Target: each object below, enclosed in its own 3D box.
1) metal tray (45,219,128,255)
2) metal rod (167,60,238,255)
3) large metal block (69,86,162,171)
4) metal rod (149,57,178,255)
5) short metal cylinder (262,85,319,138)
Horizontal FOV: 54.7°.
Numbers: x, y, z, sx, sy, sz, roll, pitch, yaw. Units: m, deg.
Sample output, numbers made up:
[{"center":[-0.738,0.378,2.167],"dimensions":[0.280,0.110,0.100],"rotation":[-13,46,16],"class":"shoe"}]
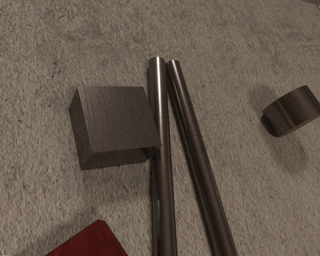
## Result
[{"center":[-0.081,0.153,0.264],"dimensions":[0.131,0.030,0.090],"rotation":[-29,78,-38],"class":"metal tray"},{"center":[0.050,0.036,0.410],"dimensions":[0.025,0.025,0.299],"rotation":[1,61,-28],"class":"metal rod"},{"center":[-0.054,-0.001,0.361],"dimensions":[0.081,0.050,0.080],"rotation":[-4,64,-30],"class":"large metal block"},{"center":[0.001,0.031,0.386],"dimensions":[0.025,0.025,0.299],"rotation":[11,57,-23],"class":"metal rod"},{"center":[0.217,-0.026,0.504],"dimensions":[0.081,0.080,0.050],"rotation":[-17,71,-35],"class":"short metal cylinder"}]
